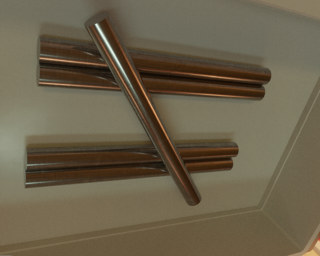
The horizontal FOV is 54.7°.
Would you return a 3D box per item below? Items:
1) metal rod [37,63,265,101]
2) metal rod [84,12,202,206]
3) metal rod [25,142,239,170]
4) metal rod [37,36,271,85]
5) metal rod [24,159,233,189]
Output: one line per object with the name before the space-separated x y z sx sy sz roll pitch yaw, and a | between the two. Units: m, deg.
metal rod | 0.012 -0.053 0.380 0.303 0.025 0.025 0 118 -29
metal rod | -0.004 0.004 0.375 0.025 0.025 0.299 -33 129 -7
metal rod | -0.017 0.035 0.418 0.303 0.025 0.025 0 119 -29
metal rod | 0.016 -0.074 0.369 0.303 0.025 0.025 0 118 -29
metal rod | -0.023 0.057 0.429 0.303 0.025 0.025 0 119 -29
